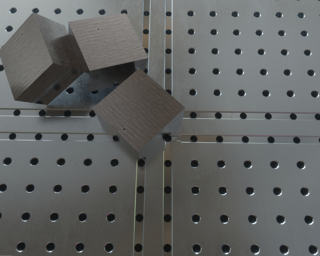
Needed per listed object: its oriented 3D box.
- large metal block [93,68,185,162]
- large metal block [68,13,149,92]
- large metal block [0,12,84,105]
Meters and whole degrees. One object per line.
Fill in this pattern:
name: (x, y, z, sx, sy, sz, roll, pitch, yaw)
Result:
large metal block: (-0.026, -0.016, 0.404, 0.080, 0.050, 0.080, 43, 75, 13)
large metal block: (-0.073, -0.104, 0.426, 0.081, 0.050, 0.080, -18, 71, -23)
large metal block: (-0.158, -0.088, 0.409, 0.080, 0.050, 0.080, -34, 70, 25)
